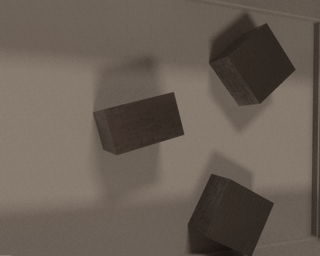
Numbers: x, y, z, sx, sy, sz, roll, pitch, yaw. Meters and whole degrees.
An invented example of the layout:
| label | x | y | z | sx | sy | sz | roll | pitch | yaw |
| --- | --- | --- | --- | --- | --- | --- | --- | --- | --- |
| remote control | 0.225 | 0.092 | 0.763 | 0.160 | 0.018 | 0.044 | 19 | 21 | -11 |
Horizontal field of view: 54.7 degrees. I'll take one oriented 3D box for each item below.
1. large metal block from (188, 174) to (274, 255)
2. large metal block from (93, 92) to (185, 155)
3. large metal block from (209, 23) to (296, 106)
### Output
| label | x | y | z | sx | sy | sz | roll | pitch | yaw |
| --- | --- | --- | --- | --- | --- | --- | --- | --- | --- |
| large metal block | 0.099 | 0.121 | 0.436 | 0.080 | 0.050 | 0.080 | 30 | 80 | -18 |
| large metal block | -0.029 | -0.006 | 0.372 | 0.081 | 0.080 | 0.050 | -16 | 96 | -20 |
| large metal block | 0.133 | -0.089 | 0.448 | 0.080 | 0.050 | 0.080 | -42 | 104 | -15 |
